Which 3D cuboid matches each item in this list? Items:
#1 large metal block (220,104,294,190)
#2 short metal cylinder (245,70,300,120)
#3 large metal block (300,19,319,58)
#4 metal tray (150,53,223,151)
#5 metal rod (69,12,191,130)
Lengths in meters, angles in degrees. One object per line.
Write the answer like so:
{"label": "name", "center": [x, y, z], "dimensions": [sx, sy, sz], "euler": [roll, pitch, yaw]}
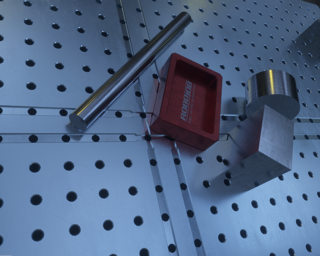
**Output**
{"label": "large metal block", "center": [0.134, 0.028, 0.427], "dimensions": [0.050, 0.080, 0.080], "euler": [30, 52, -10]}
{"label": "short metal cylinder", "center": [0.178, -0.047, 0.497], "dimensions": [0.080, 0.080, 0.050], "euler": [20, 54, -17]}
{"label": "large metal block", "center": [0.397, -0.216, 0.737], "dimensions": [0.081, 0.050, 0.080], "euler": [-26, 76, -37]}
{"label": "metal tray", "center": [0.043, -0.041, 0.452], "dimensions": [0.091, 0.030, 0.130], "euler": [22, 54, -15]}
{"label": "metal rod", "center": [-0.026, -0.101, 0.455], "dimensions": [0.025, 0.025, 0.301], "euler": [39, 51, -2]}
